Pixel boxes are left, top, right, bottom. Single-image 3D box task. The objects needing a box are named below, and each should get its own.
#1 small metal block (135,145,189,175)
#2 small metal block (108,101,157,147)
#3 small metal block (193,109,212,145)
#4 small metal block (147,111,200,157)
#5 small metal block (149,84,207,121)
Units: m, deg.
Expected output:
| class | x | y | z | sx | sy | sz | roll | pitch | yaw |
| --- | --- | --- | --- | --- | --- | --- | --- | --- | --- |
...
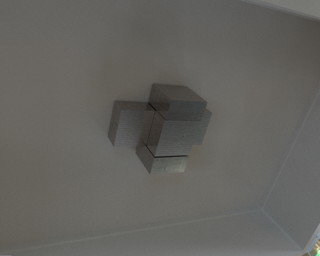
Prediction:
| class | x | y | z | sx | sy | sz | roll | pitch | yaw |
| --- | --- | --- | --- | --- | --- | --- | --- | --- | --- |
| small metal block | 0.002 | 0.035 | 0.411 | 0.050 | 0.050 | 0.025 | 0 | 118 | -29 |
| small metal block | -0.033 | -0.005 | 0.385 | 0.050 | 0.025 | 0.050 | 1 | 118 | -29 |
| small metal block | 0.037 | -0.004 | 0.424 | 0.050 | 0.025 | 0.050 | 0 | 118 | -29 |
| small metal block | 0.016 | 0.007 | 0.386 | 0.050 | 0.025 | 0.050 | 0 | 118 | -29 |
| small metal block | 0.021 | -0.032 | 0.381 | 0.050 | 0.050 | 0.025 | 0 | 118 | -29 |
